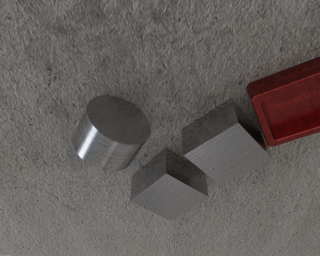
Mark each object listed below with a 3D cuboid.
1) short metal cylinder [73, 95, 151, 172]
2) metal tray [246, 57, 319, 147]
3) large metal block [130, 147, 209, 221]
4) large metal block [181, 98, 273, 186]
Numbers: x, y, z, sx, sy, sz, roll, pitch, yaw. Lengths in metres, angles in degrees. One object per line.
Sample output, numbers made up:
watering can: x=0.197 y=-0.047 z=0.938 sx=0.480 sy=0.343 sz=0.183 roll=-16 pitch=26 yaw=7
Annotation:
short metal cylinder: x=-0.058 y=0.006 z=0.376 sx=0.080 sy=0.080 sz=0.050 roll=22 pitch=127 yaw=-18
metal tray: x=0.182 y=-0.035 z=0.376 sx=0.130 sy=0.030 sz=0.090 roll=-20 pitch=128 yaw=16
large metal block: x=0.013 y=0.087 z=0.465 sx=0.080 sy=0.050 sz=0.080 roll=33 pitch=123 yaw=-25
large metal block: x=0.086 y=0.021 z=0.409 sx=0.080 sy=0.050 sz=0.080 roll=-34 pitch=123 yaw=25
